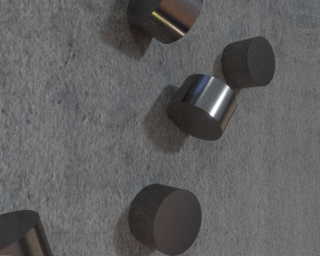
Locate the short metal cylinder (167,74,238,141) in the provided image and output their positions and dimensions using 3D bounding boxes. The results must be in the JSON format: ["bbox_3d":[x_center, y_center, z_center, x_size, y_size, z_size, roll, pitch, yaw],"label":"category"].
[{"bbox_3d":[0.057,-0.027,0.419,0.080,0.080,0.050,47,62,-30],"label":"short metal cylinder"}]

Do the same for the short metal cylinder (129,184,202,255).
[{"bbox_3d":[0.007,0.115,0.397,0.081,0.050,0.079,0,90,-40],"label":"short metal cylinder"}]

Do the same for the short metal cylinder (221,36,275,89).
[{"bbox_3d":[0.147,-0.107,0.515,0.081,0.050,0.079,0,90,-40],"label":"short metal cylinder"}]

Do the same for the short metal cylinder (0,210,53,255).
[{"bbox_3d":[-0.134,0.111,0.258,0.081,0.080,0.050,-22,105,-38],"label":"short metal cylinder"}]

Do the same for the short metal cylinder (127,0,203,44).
[{"bbox_3d":[0.005,-0.150,0.375,0.050,0.080,0.080,24,75,-38],"label":"short metal cylinder"}]
